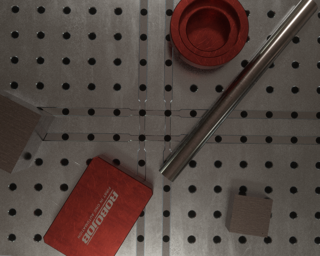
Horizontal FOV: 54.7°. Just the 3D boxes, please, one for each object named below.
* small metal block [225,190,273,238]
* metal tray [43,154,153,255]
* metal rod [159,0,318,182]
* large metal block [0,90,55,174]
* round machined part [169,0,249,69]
[{"bbox_3d":[0.119,0.114,0.415,0.050,0.025,0.050,9,90,-1],"label":"small metal block"},{"bbox_3d":[-0.079,0.112,0.410,0.090,0.030,0.130,32,90,-1],"label":"metal tray"},{"bbox_3d":[0.104,-0.051,0.414,0.025,0.025,0.300,40,90,-1],"label":"metal rod"},{"bbox_3d":[-0.197,0.002,0.398,0.080,0.050,0.080,27,90,-1],"label":"large metal block"},{"bbox_3d":[0.061,-0.126,0.406,0.099,0.042,0.097,0,90,-1],"label":"round machined part"}]
